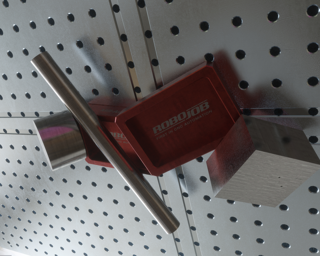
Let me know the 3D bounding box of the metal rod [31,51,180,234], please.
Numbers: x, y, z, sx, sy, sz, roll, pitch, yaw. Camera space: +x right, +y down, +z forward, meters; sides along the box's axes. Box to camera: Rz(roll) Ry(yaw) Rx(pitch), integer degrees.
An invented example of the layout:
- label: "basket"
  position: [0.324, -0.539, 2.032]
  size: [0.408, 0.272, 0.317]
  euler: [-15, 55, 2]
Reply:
- label: "metal rod"
  position: [-0.068, 0.027, 0.425]
  size: [0.025, 0.025, 0.299]
  euler: [-28, 103, 37]

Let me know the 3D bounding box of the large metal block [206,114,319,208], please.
- label: "large metal block"
  position: [0.109, 0.039, 0.339]
  size: [0.081, 0.050, 0.079]
  euler: [13, 131, -18]

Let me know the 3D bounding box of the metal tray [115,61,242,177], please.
- label: "metal tray"
  position: [0.025, -0.008, 0.366]
  size: [0.130, 0.030, 0.090]
  euler: [-28, 104, 20]

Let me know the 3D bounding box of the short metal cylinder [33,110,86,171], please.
- label: "short metal cylinder"
  position: [-0.149, 0.018, 0.462]
  size: [0.080, 0.050, 0.079]
  euler: [47, 149, 41]

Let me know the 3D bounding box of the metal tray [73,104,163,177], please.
- label: "metal tray"
  position: [-0.056, 0.016, 0.447]
  size: [0.130, 0.030, 0.089]
  euler: [7, 122, 24]
